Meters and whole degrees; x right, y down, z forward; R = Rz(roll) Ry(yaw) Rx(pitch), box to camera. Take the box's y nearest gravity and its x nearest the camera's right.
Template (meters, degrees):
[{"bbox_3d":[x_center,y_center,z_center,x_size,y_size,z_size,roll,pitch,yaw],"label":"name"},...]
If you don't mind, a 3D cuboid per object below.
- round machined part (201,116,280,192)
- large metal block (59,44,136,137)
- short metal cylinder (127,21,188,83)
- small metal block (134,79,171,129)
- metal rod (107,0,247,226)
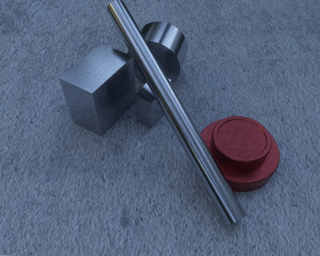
[{"bbox_3d":[0.095,0.024,0.374,0.099,0.042,0.098,0,50,0],"label":"round machined part"},{"bbox_3d":[-0.077,-0.049,0.408,0.050,0.080,0.080,26,54,19],"label":"large metal block"},{"bbox_3d":[-0.003,-0.108,0.459,0.080,0.080,0.050,12,51,9],"label":"short metal cylinder"},{"bbox_3d":[-0.009,-0.036,0.417,0.025,0.050,0.050,25,54,19],"label":"small metal block"},{"bbox_3d":[0.011,-0.030,0.364,0.025,0.025,0.299,-23,74,-19],"label":"metal rod"}]
